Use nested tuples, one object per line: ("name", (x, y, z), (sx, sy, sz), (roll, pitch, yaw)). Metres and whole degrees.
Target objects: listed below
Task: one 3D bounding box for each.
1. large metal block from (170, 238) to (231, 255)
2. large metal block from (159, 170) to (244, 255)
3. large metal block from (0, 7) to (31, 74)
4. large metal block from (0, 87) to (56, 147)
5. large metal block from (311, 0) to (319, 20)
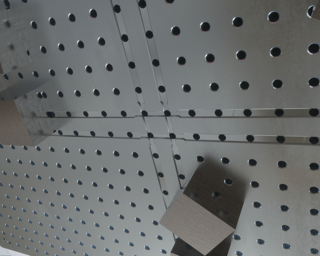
("large metal block", (0.064, 0.220, 0.498), (0.080, 0.050, 0.080), (13, 124, 21))
("large metal block", (0.057, 0.121, 0.440), (0.080, 0.050, 0.080), (34, 129, 5))
("large metal block", (-0.246, -0.128, 0.447), (0.080, 0.050, 0.080), (11, 123, 22))
("large metal block", (-0.230, -0.018, 0.506), (0.080, 0.050, 0.080), (1, 119, 28))
("large metal block", (0.174, -0.115, 0.232), (0.080, 0.050, 0.079), (24, 127, 14))
